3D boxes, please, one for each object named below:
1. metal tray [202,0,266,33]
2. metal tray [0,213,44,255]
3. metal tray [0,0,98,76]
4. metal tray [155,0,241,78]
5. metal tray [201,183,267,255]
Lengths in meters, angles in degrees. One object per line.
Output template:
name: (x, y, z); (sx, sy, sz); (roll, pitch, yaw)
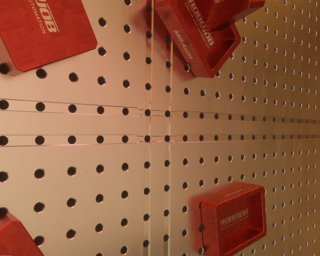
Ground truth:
metal tray: (0.080, -0.207, 0.417); (0.030, 0.090, 0.129); (-20, 94, -31)
metal tray: (-0.164, 0.151, 0.268); (0.131, 0.030, 0.090); (-37, 113, -34)
metal tray: (-0.126, -0.126, 0.299); (0.091, 0.030, 0.129); (-31, 110, -35)
metal tray: (0.059, -0.146, 0.436); (0.090, 0.030, 0.130); (-52, 128, -19)
metal tray: (0.125, 0.150, 0.508); (0.131, 0.030, 0.090); (-8, 95, -40)
